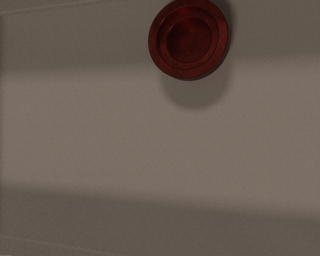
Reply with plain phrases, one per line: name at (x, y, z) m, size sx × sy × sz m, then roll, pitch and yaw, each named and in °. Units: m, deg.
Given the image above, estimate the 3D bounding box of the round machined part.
round machined part at (0.039, -0.107, 0.387) m, size 0.098 × 0.042 × 0.097 m, roll 0°, pitch 90°, yaw 19°
